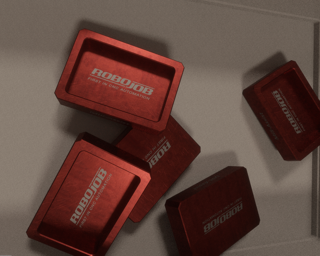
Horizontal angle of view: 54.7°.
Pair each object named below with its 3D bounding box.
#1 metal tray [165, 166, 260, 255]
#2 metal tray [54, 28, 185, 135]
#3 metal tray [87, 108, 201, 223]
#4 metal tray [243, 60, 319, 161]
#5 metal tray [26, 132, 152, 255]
[{"bbox_3d":[0.076,0.116,0.420,0.131,0.030,0.089,-20,97,-34],"label":"metal tray"},{"bbox_3d":[-0.046,-0.053,0.371,0.131,0.030,0.090,18,78,-7],"label":"metal tray"},{"bbox_3d":[-0.020,0.043,0.401,0.090,0.030,0.130,47,75,-15],"label":"metal tray"},{"bbox_3d":[0.198,-0.026,0.472,0.090,0.030,0.130,-33,92,-17],"label":"metal tray"},{"bbox_3d":[-0.079,0.081,0.350,0.090,0.030,0.129,28,101,-12],"label":"metal tray"}]
